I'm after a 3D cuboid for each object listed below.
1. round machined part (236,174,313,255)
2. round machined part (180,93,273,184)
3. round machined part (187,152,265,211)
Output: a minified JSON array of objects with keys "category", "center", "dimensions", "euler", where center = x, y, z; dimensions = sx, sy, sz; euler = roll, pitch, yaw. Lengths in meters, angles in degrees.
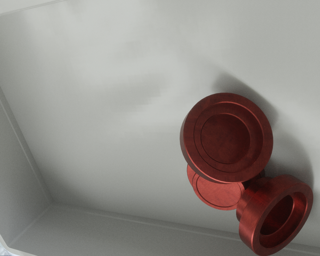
[{"category":"round machined part","center":[0.130,0.097,0.366],"dimensions":[0.042,0.099,0.097],"euler":[37,140,51]},{"category":"round machined part","center":[0.070,0.013,0.345],"dimensions":[0.098,0.098,0.042],"euler":[38,165,2]},{"category":"round machined part","center":[0.080,0.066,0.396],"dimensions":[0.098,0.042,0.097],"euler":[13,124,21]}]
